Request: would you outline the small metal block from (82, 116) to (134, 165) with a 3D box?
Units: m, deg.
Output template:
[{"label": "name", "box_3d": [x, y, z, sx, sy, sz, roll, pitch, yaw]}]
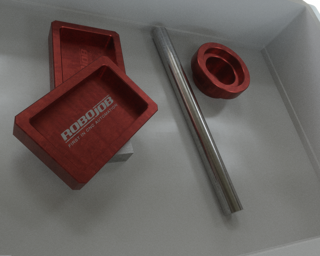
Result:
[{"label": "small metal block", "box_3d": [-0.064, 0.014, 0.364, 0.050, 0.025, 0.050, -4, 64, -30]}]

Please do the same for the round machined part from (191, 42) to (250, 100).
[{"label": "round machined part", "box_3d": [0.092, -0.087, 0.500, 0.099, 0.042, 0.098, 14, 56, -21]}]

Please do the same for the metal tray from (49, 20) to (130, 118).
[{"label": "metal tray", "box_3d": [-0.092, -0.073, 0.398, 0.091, 0.030, 0.130, 2, 61, -27]}]

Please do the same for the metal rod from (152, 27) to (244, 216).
[{"label": "metal rod", "box_3d": [0.046, -0.024, 0.446, 0.025, 0.025, 0.299, -6, 65, -31]}]

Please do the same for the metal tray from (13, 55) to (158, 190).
[{"label": "metal tray", "box_3d": [-0.074, -0.010, 0.333, 0.090, 0.030, 0.131, 44, 54, -3]}]
